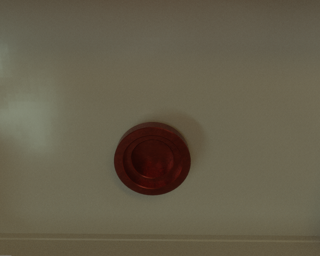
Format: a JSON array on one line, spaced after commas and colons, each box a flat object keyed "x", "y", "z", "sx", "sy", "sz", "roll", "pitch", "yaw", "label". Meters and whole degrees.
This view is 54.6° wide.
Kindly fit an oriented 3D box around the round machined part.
[{"x": -0.009, "y": 0.037, "z": 0.416, "sx": 0.099, "sy": 0.042, "sz": 0.097, "roll": 0, "pitch": 110, "yaw": 0, "label": "round machined part"}]
